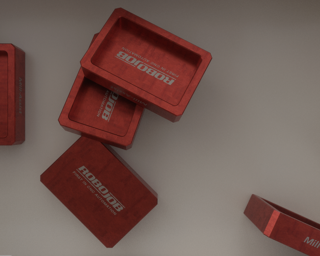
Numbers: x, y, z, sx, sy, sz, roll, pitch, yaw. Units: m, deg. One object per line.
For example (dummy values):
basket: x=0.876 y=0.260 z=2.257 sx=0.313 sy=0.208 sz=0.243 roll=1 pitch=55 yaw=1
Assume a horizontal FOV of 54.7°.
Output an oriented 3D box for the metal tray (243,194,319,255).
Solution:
metal tray: x=0.179 y=0.130 z=0.381 sx=0.131 sy=0.090 sz=0.030 roll=24 pitch=90 yaw=-1

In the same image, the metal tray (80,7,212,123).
metal tray: x=-0.015 y=-0.076 z=0.371 sx=0.130 sy=0.030 sz=0.090 roll=28 pitch=75 yaw=2

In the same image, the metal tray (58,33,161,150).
metal tray: x=-0.059 y=-0.047 z=0.391 sx=0.090 sy=0.030 sz=0.130 roll=18 pitch=75 yaw=-1

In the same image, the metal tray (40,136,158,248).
metal tray: x=-0.078 y=0.079 z=0.408 sx=0.090 sy=0.030 sz=0.130 roll=-44 pitch=91 yaw=0

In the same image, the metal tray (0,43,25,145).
metal tray: x=-0.228 y=-0.043 z=0.405 sx=0.091 sy=0.030 sz=0.129 roll=0 pitch=90 yaw=-1
